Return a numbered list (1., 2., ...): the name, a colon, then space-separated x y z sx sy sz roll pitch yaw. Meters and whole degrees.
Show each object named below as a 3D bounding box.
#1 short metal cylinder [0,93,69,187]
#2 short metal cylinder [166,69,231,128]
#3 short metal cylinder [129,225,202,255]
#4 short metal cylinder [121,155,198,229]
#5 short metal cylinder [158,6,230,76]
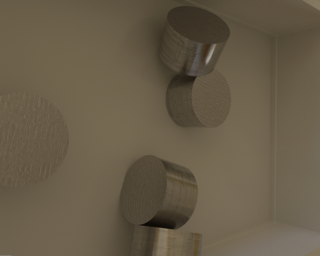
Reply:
1. short metal cylinder: -0.131 0.010 0.280 0.081 0.050 0.080 0 90 -40
2. short metal cylinder: 0.055 -0.040 0.436 0.081 0.050 0.080 0 90 -40
3. short metal cylinder: 0.006 0.141 0.351 0.080 0.080 0.050 23 66 -38
4. short metal cylinder: -0.002 0.077 0.369 0.050 0.080 0.080 24 75 -38
5. short metal cylinder: 0.042 -0.112 0.398 0.081 0.050 0.080 8 49 -10
